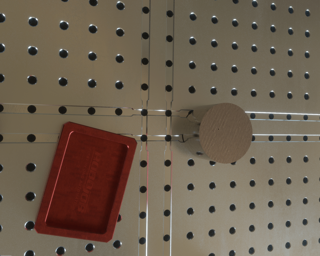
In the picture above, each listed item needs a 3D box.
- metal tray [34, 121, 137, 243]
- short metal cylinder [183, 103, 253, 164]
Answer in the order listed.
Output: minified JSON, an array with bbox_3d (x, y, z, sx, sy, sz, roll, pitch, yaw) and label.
[{"bbox_3d":[-0.089,0.065,0.377,0.091,0.030,0.129,16,85,-20],"label":"metal tray"},{"bbox_3d":[0.079,0.007,0.428,0.081,0.050,0.080,0,90,-20],"label":"short metal cylinder"}]
